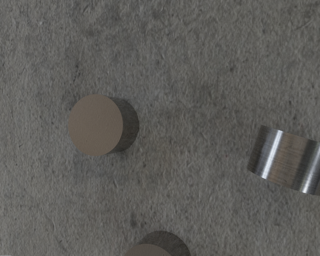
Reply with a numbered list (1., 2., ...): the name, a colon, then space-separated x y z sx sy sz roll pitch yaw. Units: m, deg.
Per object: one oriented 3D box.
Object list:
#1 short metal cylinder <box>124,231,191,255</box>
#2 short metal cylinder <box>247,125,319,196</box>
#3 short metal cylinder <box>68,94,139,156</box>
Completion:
1. short metal cylinder: -0.004 0.179 0.396 0.080 0.050 0.079 0 90 19
2. short metal cylinder: 0.140 0.032 0.330 0.080 0.080 0.050 19 96 18
3. short metal cylinder: -0.075 -0.004 0.421 0.080 0.050 0.079 0 90 19
